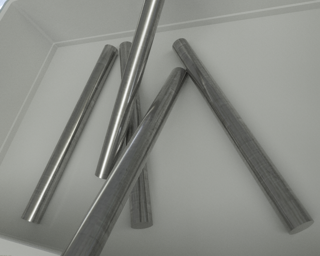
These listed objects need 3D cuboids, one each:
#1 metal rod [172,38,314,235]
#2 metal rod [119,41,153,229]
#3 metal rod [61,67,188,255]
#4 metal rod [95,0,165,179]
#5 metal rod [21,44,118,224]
[{"bbox_3d":[0.080,-0.017,0.374,0.025,0.025,0.300,-31,52,8],"label":"metal rod"},{"bbox_3d":[-0.038,-0.013,0.433,0.025,0.025,0.299,-20,54,16],"label":"metal rod"},{"bbox_3d":[-0.018,0.014,0.328,0.025,0.025,0.301,-5,34,25],"label":"metal rod"},{"bbox_3d":[-0.031,-0.079,0.396,0.025,0.025,0.298,20,96,35],"label":"metal rod"},{"bbox_3d":[-0.130,-0.004,0.476,0.025,0.025,0.300,6,64,31],"label":"metal rod"}]
